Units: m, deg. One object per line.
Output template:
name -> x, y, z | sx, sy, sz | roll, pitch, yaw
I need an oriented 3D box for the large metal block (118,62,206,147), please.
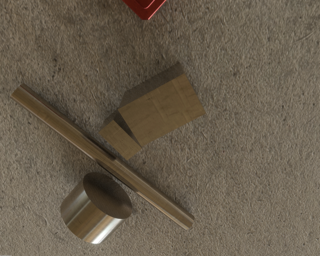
large metal block -> 0.002, -0.032, 0.369 | 0.080, 0.080, 0.050 | -28, 108, 9

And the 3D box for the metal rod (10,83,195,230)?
metal rod -> -0.068, 0.047, 0.426 | 0.300, 0.025, 0.025 | 40, 105, -14

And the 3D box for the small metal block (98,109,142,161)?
small metal block -> -0.048, 0.007, 0.398 | 0.025, 0.050, 0.050 | -40, 106, 13

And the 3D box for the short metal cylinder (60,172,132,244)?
short metal cylinder -> -0.085, 0.106, 0.419 | 0.080, 0.080, 0.050 | 38, 105, -13

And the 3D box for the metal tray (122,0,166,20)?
metal tray -> -0.033, -0.195, 0.334 | 0.130, 0.030, 0.090 | 41, 105, -14
